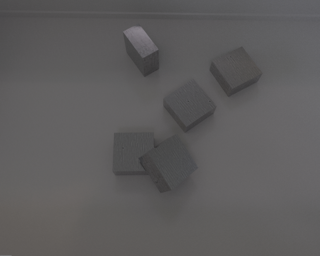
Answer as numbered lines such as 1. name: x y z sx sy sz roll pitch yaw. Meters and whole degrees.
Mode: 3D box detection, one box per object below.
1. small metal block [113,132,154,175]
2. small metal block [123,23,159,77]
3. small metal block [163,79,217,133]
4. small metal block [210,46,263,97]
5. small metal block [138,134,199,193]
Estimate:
1. small metal block: -0.033 0.033 0.397 0.050 0.025 0.050 -1 70 -1
2. small metal block: -0.026 -0.108 0.436 0.025 0.050 0.050 -32 73 -11
3. small metal block: 0.040 -0.030 0.421 0.050 0.025 0.050 -34 74 -12
4. small metal block: 0.107 -0.080 0.439 0.050 0.025 0.050 -28 73 -10
5. small metal block: 0.011 0.043 0.377 0.050 0.025 0.050 -33 92 -36
